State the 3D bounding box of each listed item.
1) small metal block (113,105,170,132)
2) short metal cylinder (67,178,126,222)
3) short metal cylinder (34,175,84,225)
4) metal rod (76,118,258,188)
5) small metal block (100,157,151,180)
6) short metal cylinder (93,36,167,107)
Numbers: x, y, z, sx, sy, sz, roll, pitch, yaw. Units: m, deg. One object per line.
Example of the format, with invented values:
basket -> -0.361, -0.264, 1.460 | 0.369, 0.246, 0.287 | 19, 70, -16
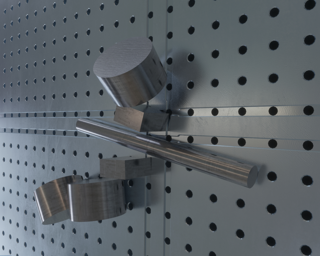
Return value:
small metal block -> -0.025, -0.015, 0.413 | 0.050, 0.050, 0.025 | 22, 104, 38
short metal cylinder -> -0.091, 0.101, 0.449 | 0.080, 0.081, 0.050 | -9, 84, 39
short metal cylinder -> -0.157, 0.117, 0.503 | 0.080, 0.081, 0.050 | -38, 67, 33
metal rod -> -0.016, 0.023, 0.421 | 0.300, 0.025, 0.025 | 14, 99, 39
small metal block -> -0.048, 0.055, 0.433 | 0.050, 0.050, 0.025 | -2, 89, 40
short metal cylinder -> -0.037, -0.072, 0.397 | 0.080, 0.050, 0.080 | -15, 43, 15
